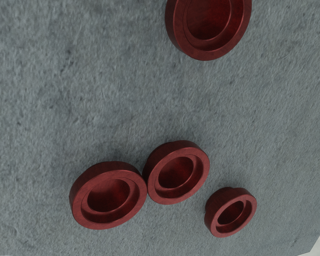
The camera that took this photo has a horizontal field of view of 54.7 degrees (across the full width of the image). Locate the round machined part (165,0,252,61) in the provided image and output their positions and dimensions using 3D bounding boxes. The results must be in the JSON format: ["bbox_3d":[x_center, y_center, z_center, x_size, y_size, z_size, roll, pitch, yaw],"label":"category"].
[{"bbox_3d":[0.049,-0.128,0.345,0.099,0.042,0.097,-14,125,-21],"label":"round machined part"}]

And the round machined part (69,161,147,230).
[{"bbox_3d":[-0.070,0.083,0.409,0.099,0.042,0.097,-13,124,-20],"label":"round machined part"}]

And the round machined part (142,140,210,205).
[{"bbox_3d":[0.019,0.059,0.444,0.099,0.042,0.097,-14,125,-21],"label":"round machined part"}]

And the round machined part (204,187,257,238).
[{"bbox_3d":[0.121,0.145,0.554,0.099,0.042,0.097,-14,125,-21],"label":"round machined part"}]
